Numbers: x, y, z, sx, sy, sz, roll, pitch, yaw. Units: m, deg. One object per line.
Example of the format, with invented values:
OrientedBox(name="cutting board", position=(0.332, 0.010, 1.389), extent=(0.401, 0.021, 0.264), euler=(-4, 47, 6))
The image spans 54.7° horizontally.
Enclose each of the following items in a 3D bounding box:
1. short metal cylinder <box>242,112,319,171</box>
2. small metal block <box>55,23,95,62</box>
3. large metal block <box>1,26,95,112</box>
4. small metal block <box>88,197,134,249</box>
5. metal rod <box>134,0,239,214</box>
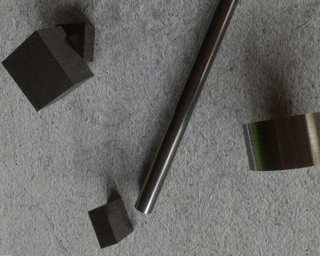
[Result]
OrientedBox(name="short metal cylinder", position=(0.133, 0.015, 0.333), extent=(0.080, 0.080, 0.050), euler=(-10, 87, 19))
OrientedBox(name="small metal block", position=(-0.125, -0.123, 0.451), extent=(0.050, 0.025, 0.050), euler=(4, 91, 19))
OrientedBox(name="large metal block", position=(-0.154, -0.081, 0.428), extent=(0.080, 0.050, 0.080), euler=(-28, 101, 29))
OrientedBox(name="small metal block", position=(-0.065, 0.126, 0.417), extent=(0.025, 0.050, 0.050), euler=(-24, 82, 18))
OrientedBox(name="metal rod", position=(0.032, -0.029, 0.396), extent=(0.025, 0.025, 0.298), euler=(24, 98, 18))
